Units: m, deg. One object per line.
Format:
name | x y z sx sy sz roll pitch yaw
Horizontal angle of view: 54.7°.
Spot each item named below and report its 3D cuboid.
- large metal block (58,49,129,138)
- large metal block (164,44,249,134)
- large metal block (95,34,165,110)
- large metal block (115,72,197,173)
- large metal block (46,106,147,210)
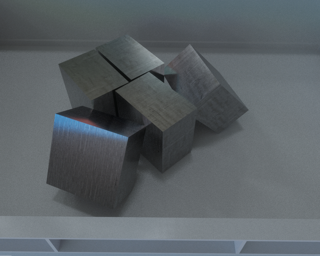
large metal block | -0.081 -0.041 0.401 0.050 0.080 0.080 -31 57 -23
large metal block | 0.058 -0.049 0.401 0.050 0.080 0.080 -41 51 18
large metal block | -0.039 -0.067 0.423 0.050 0.080 0.080 -32 57 -24
large metal block | -0.005 -0.006 0.372 0.050 0.080 0.080 -34 58 -25
large metal block | -0.068 0.029 0.334 0.080 0.079 0.050 17 17 13
